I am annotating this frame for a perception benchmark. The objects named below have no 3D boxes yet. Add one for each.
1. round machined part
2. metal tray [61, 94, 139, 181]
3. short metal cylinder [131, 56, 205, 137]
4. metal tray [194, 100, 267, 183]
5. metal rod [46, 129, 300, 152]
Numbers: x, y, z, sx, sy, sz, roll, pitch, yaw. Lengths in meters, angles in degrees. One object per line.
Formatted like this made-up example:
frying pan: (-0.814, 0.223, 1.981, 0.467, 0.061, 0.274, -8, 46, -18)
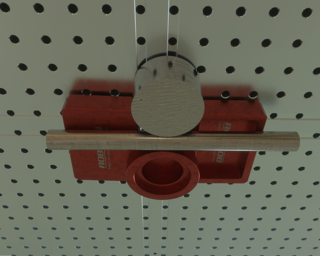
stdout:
round machined part: (0.004, 0.053, 0.429, 0.099, 0.042, 0.097, 0, 130, 0)
metal tray: (-0.074, 0.018, 0.416, 0.091, 0.030, 0.129, 2, 130, -2)
short metal cylinder: (0.009, -0.036, 0.359, 0.081, 0.050, 0.079, 0, 130, 0)
metal tray: (0.084, 0.023, 0.423, 0.091, 0.030, 0.129, 0, 130, -1)
metal rod: (0.017, 0.015, 0.380, 0.302, 0.025, 0.025, 0, 130, -1)
